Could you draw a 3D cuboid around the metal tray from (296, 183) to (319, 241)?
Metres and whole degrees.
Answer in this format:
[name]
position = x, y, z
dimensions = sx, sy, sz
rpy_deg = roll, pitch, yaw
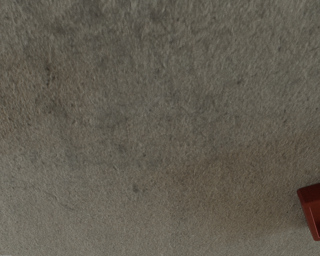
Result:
[metal tray]
position = 0.294, 0.140, 0.527
dimensions = 0.090, 0.030, 0.130
rpy_deg = -21, 128, 16
